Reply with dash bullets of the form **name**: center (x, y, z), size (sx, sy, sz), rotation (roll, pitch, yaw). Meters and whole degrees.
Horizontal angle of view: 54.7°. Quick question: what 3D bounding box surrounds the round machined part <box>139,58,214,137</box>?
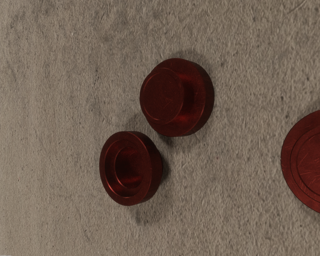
- **round machined part**: center (0.013, -0.037, 0.381), size (0.098, 0.042, 0.097), rotation (0, 90, 39)

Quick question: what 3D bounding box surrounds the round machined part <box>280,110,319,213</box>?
- **round machined part**: center (0.153, 0.030, 0.267), size (0.098, 0.042, 0.097), rotation (0, 90, 39)

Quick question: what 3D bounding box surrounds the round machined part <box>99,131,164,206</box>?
- **round machined part**: center (-0.034, 0.053, 0.420), size (0.098, 0.042, 0.097), rotation (0, 90, 39)
